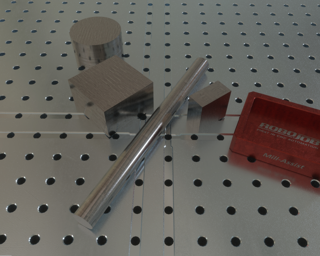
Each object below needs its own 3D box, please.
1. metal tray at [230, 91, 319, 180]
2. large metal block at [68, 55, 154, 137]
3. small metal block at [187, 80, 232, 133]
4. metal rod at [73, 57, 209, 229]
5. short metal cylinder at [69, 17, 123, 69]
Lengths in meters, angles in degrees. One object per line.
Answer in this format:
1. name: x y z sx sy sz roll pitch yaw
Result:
1. metal tray: 0.167 0.008 0.399 0.130 0.030 0.090 19 52 14
2. large metal block: -0.066 -0.047 0.430 0.080 0.050 0.080 -36 59 -26
3. small metal block: 0.065 -0.029 0.416 0.050 0.050 0.025 -30 56 -23
4. metal rod: -0.007 -0.002 0.408 0.025 0.025 0.301 24 54 18
5. short metal cylinder: -0.102 -0.138 0.506 0.081 0.050 0.080 0 50 0
